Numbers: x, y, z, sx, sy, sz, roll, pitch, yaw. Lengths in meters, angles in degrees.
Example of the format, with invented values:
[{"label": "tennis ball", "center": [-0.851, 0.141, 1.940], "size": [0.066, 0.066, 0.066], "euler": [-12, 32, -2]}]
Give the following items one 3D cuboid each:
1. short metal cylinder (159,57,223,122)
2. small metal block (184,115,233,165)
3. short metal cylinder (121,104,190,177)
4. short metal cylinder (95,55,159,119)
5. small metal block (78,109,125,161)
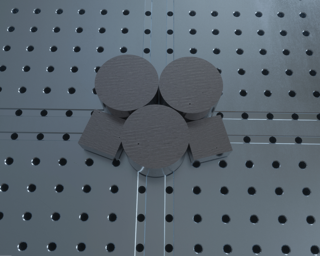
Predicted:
[{"label": "short metal cylinder", "center": [0.039, -0.047, 0.412], "size": [0.081, 0.050, 0.080], "euler": [0, 70, 0]}, {"label": "small metal block", "center": [0.060, 0.015, 0.403], "size": [0.050, 0.025, 0.050], "euler": [-13, 71, -5]}, {"label": "short metal cylinder", "center": [-0.005, 0.017, 0.388], "size": [0.081, 0.050, 0.080], "euler": [0, 70, 0]}, {"label": "short metal cylinder", "center": [-0.042, -0.050, 0.412], "size": [0.081, 0.050, 0.080], "euler": [0, 70, 0]}, {"label": "small metal block", "center": [-0.070, 0.009, 0.404], "size": [0.050, 0.025, 0.050], "euler": [20, 71, 7]}]
